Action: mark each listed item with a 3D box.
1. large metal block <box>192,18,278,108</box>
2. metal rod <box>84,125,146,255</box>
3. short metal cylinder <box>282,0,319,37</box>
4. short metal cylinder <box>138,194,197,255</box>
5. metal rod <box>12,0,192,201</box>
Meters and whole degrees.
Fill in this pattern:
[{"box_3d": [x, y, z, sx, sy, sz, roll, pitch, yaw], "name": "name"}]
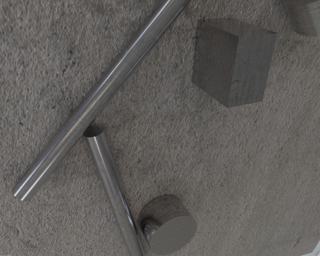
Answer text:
[{"box_3d": [0.083, -0.080, 0.367, 0.050, 0.080, 0.079, -12, 124, -22], "name": "large metal block"}, {"box_3d": [-0.055, 0.123, 0.452, 0.025, 0.025, 0.298, -22, 127, -15], "name": "metal rod"}, {"box_3d": [0.197, -0.160, 0.380, 0.080, 0.080, 0.050, -43, 129, 1], "name": "short metal cylinder"}, {"box_3d": [0.011, 0.153, 0.491, 0.081, 0.050, 0.079, -14, 124, -21], "name": "short metal cylinder"}, {"box_3d": [-0.067, -0.036, 0.347, 0.025, 0.025, 0.299, 35, 99, -39], "name": "metal rod"}]
